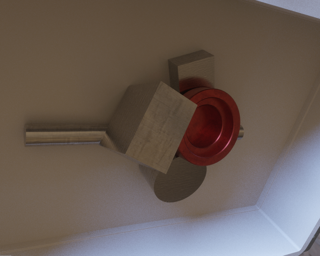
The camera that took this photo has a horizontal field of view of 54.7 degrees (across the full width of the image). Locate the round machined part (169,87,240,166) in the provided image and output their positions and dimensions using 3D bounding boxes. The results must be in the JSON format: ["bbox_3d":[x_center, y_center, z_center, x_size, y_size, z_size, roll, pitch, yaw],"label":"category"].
[{"bbox_3d":[0.052,-0.004,0.399,0.099,0.042,0.097,-7,104,-27],"label":"round machined part"}]

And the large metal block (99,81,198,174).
[{"bbox_3d":[-0.016,-0.002,0.344,0.050,0.080,0.080,30,79,-27],"label":"large metal block"}]

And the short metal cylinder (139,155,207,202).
[{"bbox_3d":[0.018,0.057,0.436,0.081,0.050,0.079,-14,125,-21],"label":"short metal cylinder"}]

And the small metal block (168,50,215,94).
[{"bbox_3d":[0.041,-0.065,0.391,0.050,0.025,0.050,-19,126,-17],"label":"small metal block"}]

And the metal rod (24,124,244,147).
[{"bbox_3d":[-0.012,0.007,0.404,0.303,0.025,0.025,0,119,-29],"label":"metal rod"}]
